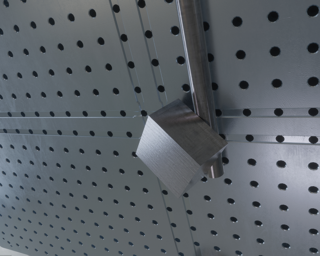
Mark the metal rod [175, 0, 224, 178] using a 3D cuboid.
[{"bbox_3d":[0.042,-0.072,0.344,0.025,0.025,0.298,1,119,27],"label":"metal rod"}]

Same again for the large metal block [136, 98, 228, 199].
[{"bbox_3d":[0.022,0.026,0.376,0.080,0.050,0.080,44,143,18],"label":"large metal block"}]
